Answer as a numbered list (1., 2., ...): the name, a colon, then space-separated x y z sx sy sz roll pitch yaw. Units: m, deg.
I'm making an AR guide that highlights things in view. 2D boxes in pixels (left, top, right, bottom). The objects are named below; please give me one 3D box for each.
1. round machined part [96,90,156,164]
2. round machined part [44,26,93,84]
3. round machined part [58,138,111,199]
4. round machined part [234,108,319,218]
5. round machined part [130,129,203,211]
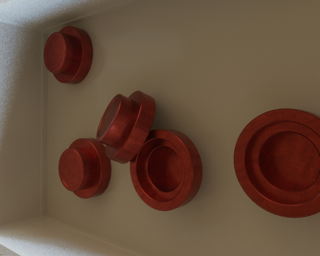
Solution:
1. round machined part: -0.050 -0.006 0.406 0.097 0.042 0.098 -47 28 36
2. round machined part: -0.162 -0.126 0.530 0.098 0.042 0.097 0 90 40
3. round machined part: -0.127 0.066 0.501 0.098 0.042 0.097 0 90 40
4. round machined part: 0.124 0.031 0.293 0.098 0.042 0.097 0 90 40
5. round machined part: 0.012 0.050 0.386 0.098 0.042 0.097 0 90 40
